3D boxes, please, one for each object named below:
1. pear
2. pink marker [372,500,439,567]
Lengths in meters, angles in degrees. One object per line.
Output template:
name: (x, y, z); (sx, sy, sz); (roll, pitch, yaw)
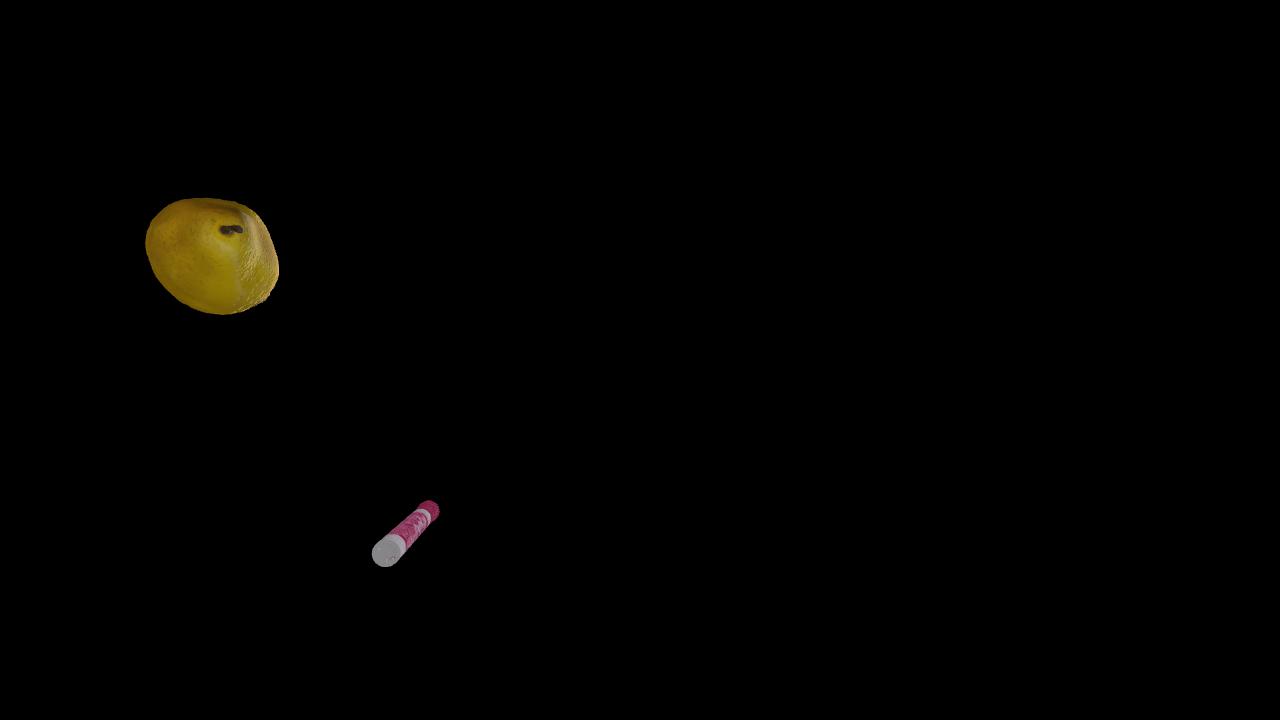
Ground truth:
pear: (-0.278, -0.077, 0.403); (0.080, 0.080, 0.111); (0, -16, -33)
pink marker: (-0.177, 0.131, 0.476); (0.020, 0.020, 0.121); (0, 0, -5)
